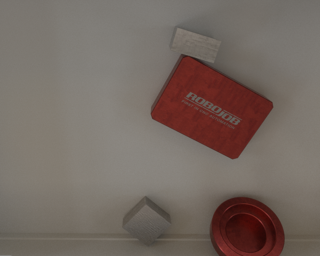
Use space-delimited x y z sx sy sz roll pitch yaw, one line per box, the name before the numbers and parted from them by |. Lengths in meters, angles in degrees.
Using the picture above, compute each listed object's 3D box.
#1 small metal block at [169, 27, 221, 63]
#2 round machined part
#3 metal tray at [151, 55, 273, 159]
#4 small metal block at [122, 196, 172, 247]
small metal block | 0.039 -0.099 0.362 0.050 0.050 0.025 15 109 -6
round machined part | 0.119 0.151 0.437 0.099 0.098 0.042 2 139 -1
metal tray | 0.065 -0.027 0.400 0.131 0.030 0.089 27 108 -10
small metal block | -0.020 0.138 0.460 0.050 0.025 0.050 41 99 -14
